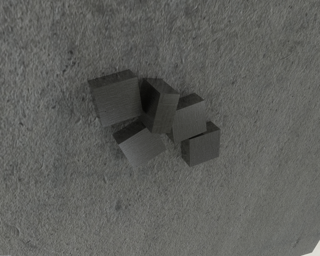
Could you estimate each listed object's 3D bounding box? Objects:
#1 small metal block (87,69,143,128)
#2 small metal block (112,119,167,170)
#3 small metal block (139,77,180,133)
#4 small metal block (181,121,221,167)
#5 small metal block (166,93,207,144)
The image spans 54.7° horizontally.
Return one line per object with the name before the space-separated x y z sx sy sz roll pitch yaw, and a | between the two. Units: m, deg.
small metal block | -0.051 -0.035 0.358 0.050 0.025 0.050 -19 126 -17
small metal block | -0.026 0.019 0.404 0.050 0.025 0.050 -32 129 -7
small metal block | -0.004 -0.028 0.371 0.025 0.050 0.050 -1 119 -28
small metal block | 0.059 0.024 0.454 0.050 0.025 0.050 -17 125 -19
small metal block | 0.033 -0.013 0.417 0.050 0.025 0.050 -21 127 -16
